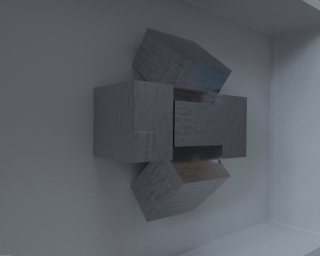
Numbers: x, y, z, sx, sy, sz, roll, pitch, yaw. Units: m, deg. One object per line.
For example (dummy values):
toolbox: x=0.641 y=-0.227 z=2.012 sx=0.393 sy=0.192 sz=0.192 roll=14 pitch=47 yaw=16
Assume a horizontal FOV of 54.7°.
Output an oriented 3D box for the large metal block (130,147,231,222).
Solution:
large metal block: x=0.024 y=0.066 z=0.381 sx=0.081 sy=0.080 sz=0.050 roll=1 pitch=48 yaw=-41

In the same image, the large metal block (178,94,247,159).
large metal block: x=0.071 y=-0.002 z=0.429 sx=0.050 sy=0.080 sz=0.080 roll=1 pitch=90 yaw=-40

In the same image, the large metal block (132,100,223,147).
large metal block: x=0.021 y=-0.005 z=0.386 sx=0.081 sy=0.080 sz=0.050 roll=1 pitch=90 yaw=-40

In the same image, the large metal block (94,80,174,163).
large metal block: x=-0.031 y=-0.006 z=0.343 sx=0.050 sy=0.080 sz=0.080 roll=1 pitch=90 yaw=-40

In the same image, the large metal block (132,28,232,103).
large metal block: x=0.026 y=-0.075 z=0.382 sx=0.081 sy=0.080 sz=0.050 roll=2 pitch=126 yaw=-40
